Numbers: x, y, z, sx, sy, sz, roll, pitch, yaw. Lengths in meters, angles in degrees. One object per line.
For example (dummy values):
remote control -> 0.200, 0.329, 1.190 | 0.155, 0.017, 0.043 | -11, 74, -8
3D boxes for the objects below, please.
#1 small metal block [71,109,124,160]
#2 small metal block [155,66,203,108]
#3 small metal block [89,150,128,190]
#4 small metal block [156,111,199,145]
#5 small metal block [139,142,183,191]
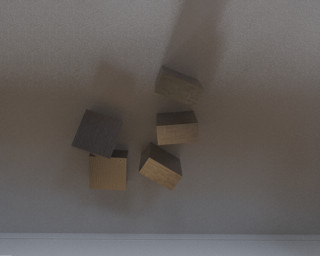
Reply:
small metal block -> -0.080, 0.010, 0.401 | 0.050, 0.025, 0.050 | 20, 75, -8
small metal block -> 0.022, -0.052, 0.379 | 0.050, 0.050, 0.025 | 20, 109, -8
small metal block -> -0.071, 0.058, 0.432 | 0.050, 0.025, 0.050 | 3, 110, -2
small metal block -> 0.021, -0.001, 0.398 | 0.050, 0.050, 0.025 | -4, 110, 1
small metal block -> 0.001, 0.050, 0.417 | 0.050, 0.050, 0.025 | 31, 107, -11
